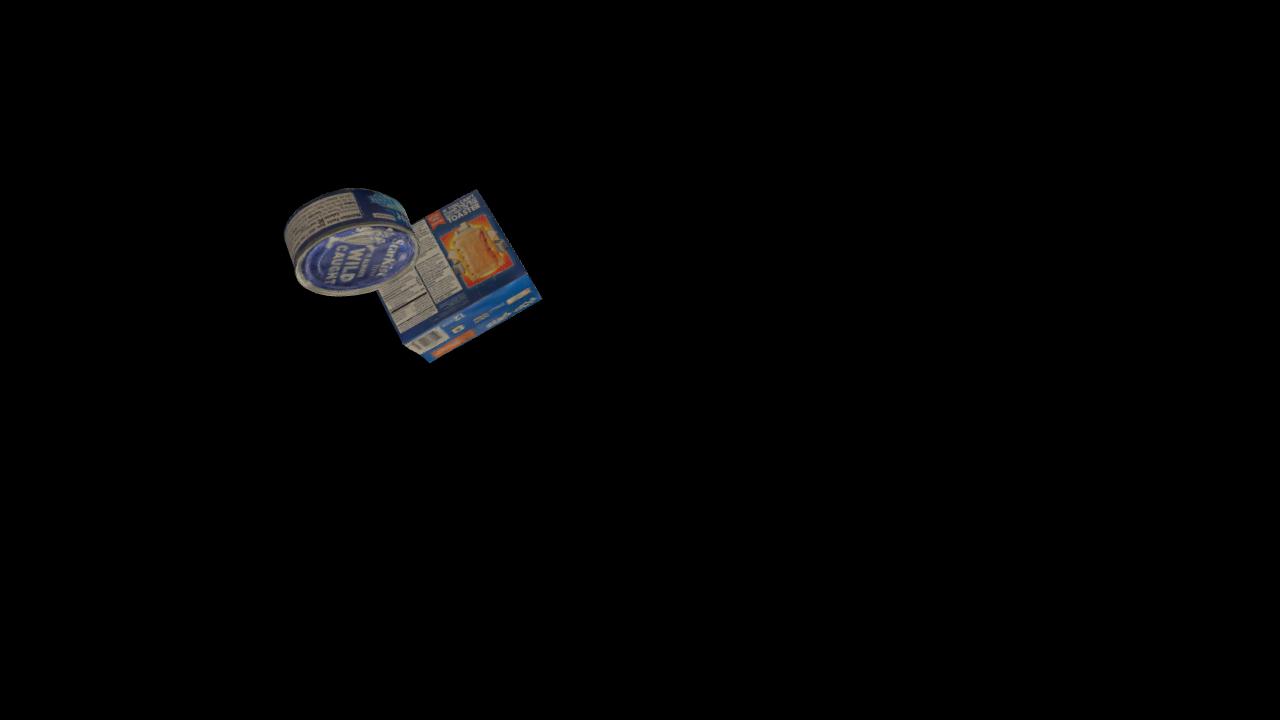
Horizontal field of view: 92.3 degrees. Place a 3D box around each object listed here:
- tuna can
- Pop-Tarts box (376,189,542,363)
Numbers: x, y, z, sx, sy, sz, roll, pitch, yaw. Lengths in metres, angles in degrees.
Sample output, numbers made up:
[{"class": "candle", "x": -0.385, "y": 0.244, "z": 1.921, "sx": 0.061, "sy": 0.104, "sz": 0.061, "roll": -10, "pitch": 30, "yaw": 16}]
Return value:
[{"class": "tuna can", "x": -0.202, "y": -0.082, "z": 0.435, "sx": 0.084, "sy": 0.034, "sz": 0.084, "roll": -25, "pitch": -16, "yaw": -8}, {"class": "Pop-Tarts box", "x": -0.234, "y": -0.104, "z": 0.769, "sx": 0.167, "sy": 0.141, "sz": 0.083, "roll": -31, "pitch": -17, "yaw": -6}]
